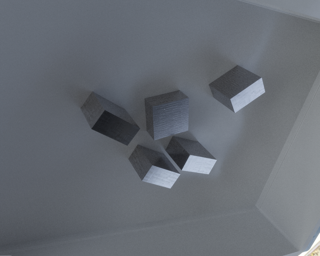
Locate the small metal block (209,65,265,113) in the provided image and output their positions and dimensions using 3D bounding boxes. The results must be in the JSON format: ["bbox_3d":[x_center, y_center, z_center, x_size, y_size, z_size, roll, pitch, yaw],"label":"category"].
[{"bbox_3d":[0.103,-0.054,0.418,0.050,0.050,0.025,-34,129,-6],"label":"small metal block"}]

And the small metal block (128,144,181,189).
[{"bbox_3d":[-0.008,0.052,0.422,0.050,0.050,0.025,23,106,-37],"label":"small metal block"}]

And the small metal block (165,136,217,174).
[{"bbox_3d":[0.044,0.039,0.442,0.050,0.050,0.025,13,112,-34],"label":"small metal block"}]

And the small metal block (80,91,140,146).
[{"bbox_3d":[-0.058,-0.011,0.355,0.050,0.050,0.025,29,102,-38],"label":"small metal block"}]

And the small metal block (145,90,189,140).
[{"bbox_3d":[0.009,-0.017,0.405,0.050,0.025,0.050,-16,125,-20],"label":"small metal block"}]
